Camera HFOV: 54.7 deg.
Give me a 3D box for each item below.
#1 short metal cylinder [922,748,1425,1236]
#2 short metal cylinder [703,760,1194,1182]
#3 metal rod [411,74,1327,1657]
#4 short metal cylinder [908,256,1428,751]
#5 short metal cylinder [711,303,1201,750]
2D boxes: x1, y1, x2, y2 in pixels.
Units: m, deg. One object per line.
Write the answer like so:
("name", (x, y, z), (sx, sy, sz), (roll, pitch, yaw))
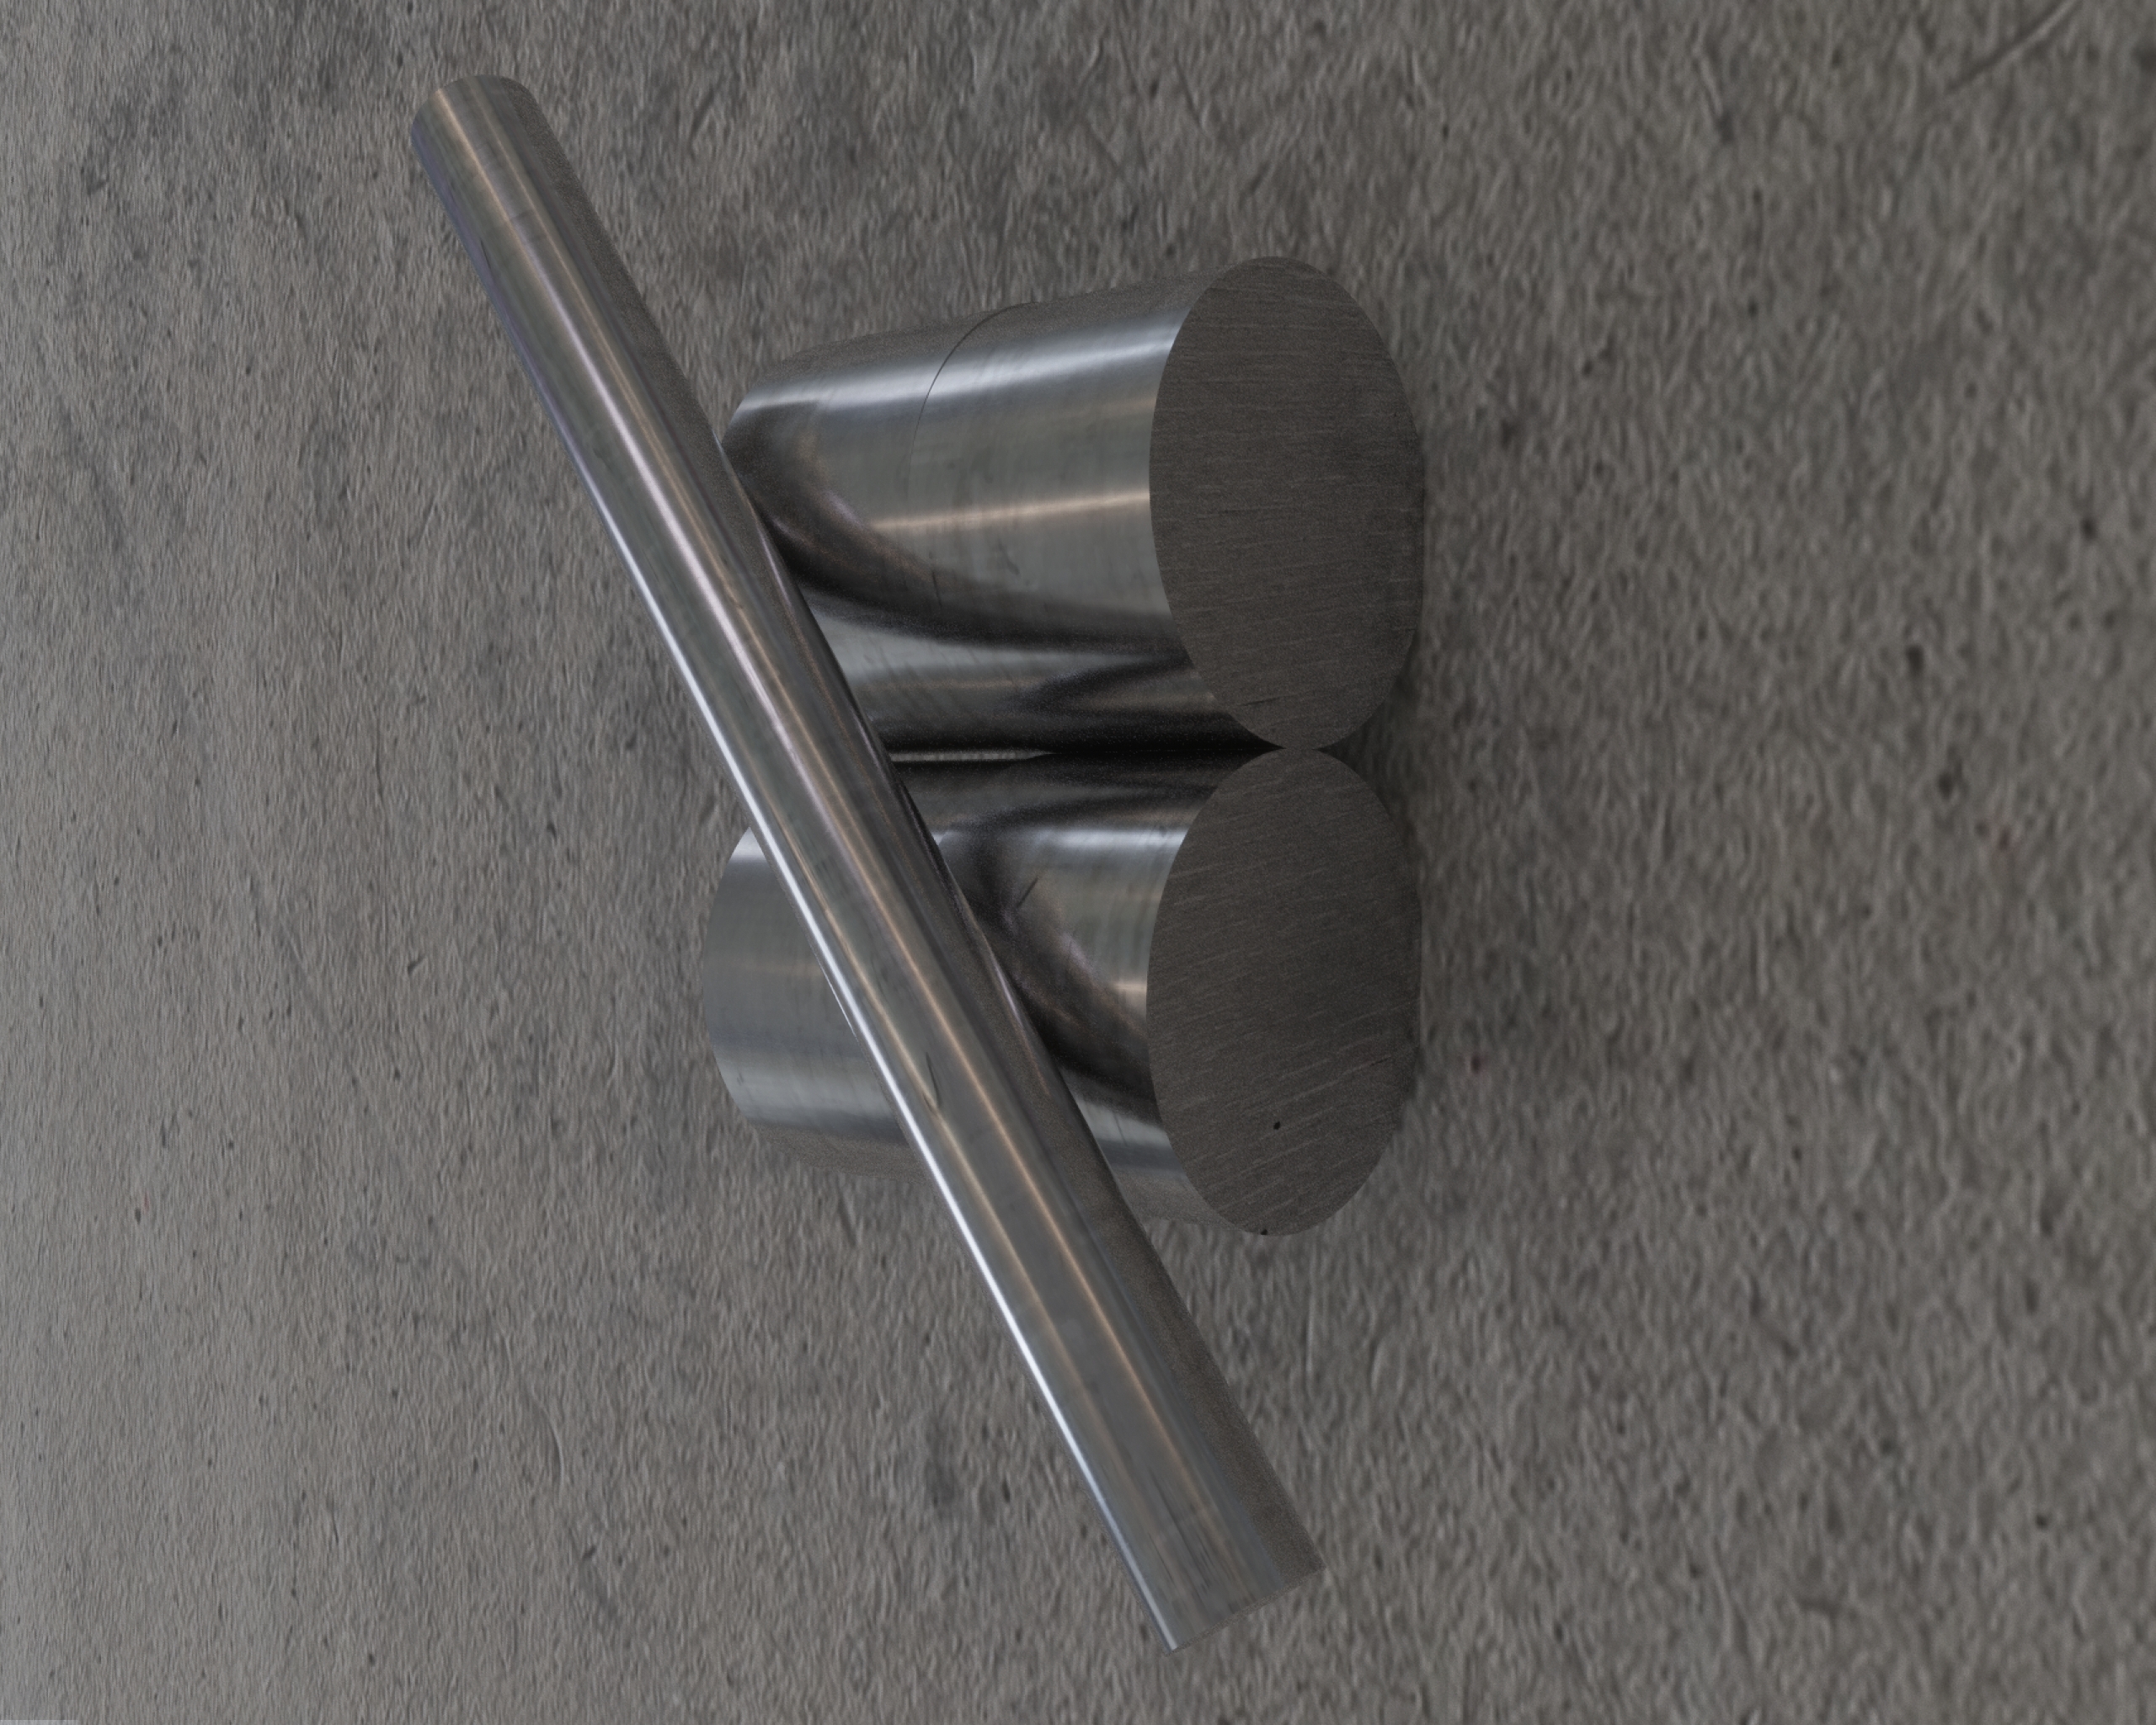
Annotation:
("short metal cylinder", (0.017, 0.021, 0.357), (0.050, 0.081, 0.079), (1, 91, 40))
("short metal cylinder", (-0.022, 0.021, 0.389), (0.050, 0.081, 0.079), (1, 91, 40))
("metal rod", (-0.046, -0.019, 0.340), (0.025, 0.025, 0.299), (-44, 64, 31))
("short metal cylinder", (0.017, -0.059, 0.357), (0.050, 0.081, 0.079), (1, 91, 40))
("short metal cylinder", (-0.021, -0.060, 0.389), (0.050, 0.081, 0.079), (1, 91, 40))
